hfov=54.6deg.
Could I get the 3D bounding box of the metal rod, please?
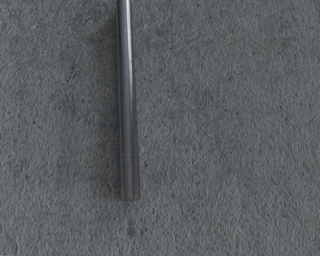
[{"bbox_3d":[-0.046,-0.053,0.427,0.025,0.025,0.299,-4,70,-1],"label":"metal rod"}]
